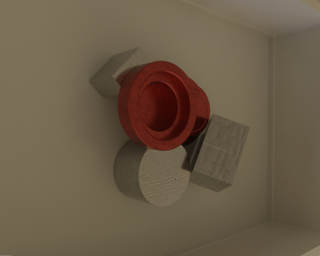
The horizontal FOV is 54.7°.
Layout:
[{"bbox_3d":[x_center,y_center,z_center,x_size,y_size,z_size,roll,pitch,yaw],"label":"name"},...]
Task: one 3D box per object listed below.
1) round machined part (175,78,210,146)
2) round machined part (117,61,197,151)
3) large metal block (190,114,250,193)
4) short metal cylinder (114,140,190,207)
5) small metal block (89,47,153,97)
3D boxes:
[{"bbox_3d":[0.030,-0.024,0.418,0.099,0.042,0.097,0,90,-40],"label":"round machined part"},{"bbox_3d":[-0.007,-0.024,0.351,0.099,0.042,0.097,0,90,-40],"label":"round machined part"},{"bbox_3d":[0.076,0.038,0.426,0.050,0.080,0.080,21,72,4],"label":"large metal block"},{"bbox_3d":[-0.009,0.052,0.383,0.081,0.050,0.079,0,90,-40],"label":"short metal cylinder"},{"bbox_3d":[-0.044,-0.063,0.352,0.025,0.050,0.050,52,60,-28],"label":"small metal block"}]
